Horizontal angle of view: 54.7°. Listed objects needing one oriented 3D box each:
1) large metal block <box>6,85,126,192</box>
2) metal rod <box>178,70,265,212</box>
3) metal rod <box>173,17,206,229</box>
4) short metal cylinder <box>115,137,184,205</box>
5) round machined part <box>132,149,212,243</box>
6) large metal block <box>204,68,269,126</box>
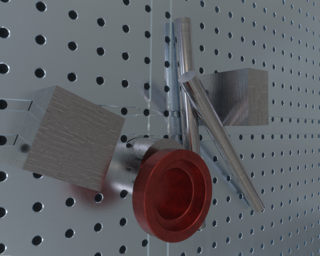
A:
[{"bbox_3d":[-0.093,0.012,0.315,0.080,0.050,0.080,27,73,-37],"label":"large metal block"},{"bbox_3d":[0.106,0.038,0.478,0.025,0.025,0.299,-53,127,-27],"label":"metal rod"},{"bbox_3d":[0.043,-0.004,0.445,0.025,0.025,0.298,-8,95,-40],"label":"metal rod"},{"bbox_3d":[-0.008,0.052,0.387,0.081,0.050,0.079,0,90,-40],"label":"short metal cylinder"},{"bbox_3d":[0.009,0.071,0.341,0.099,0.042,0.097,0,90,-40],"label":"round machined part"},{"bbox_3d":[0.114,-0.043,0.470,0.050,0.080,0.079,-2,91,-40],"label":"large metal block"}]
